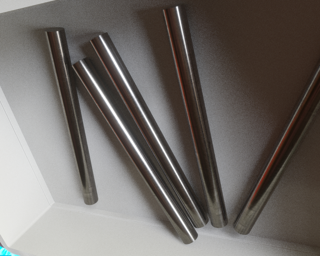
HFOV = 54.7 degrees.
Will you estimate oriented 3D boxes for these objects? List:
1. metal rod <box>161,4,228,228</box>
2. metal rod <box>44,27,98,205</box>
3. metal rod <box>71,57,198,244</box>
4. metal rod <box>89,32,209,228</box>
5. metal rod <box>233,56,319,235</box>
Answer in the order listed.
[{"bbox_3d":[0.050,0.004,0.385,0.025,0.025,0.298,-1,118,29],"label":"metal rod"},{"bbox_3d":[-0.130,0.000,0.477,0.025,0.025,0.298,11,123,22],"label":"metal rod"},{"bbox_3d":[-0.030,0.039,0.436,0.025,0.025,0.299,-24,102,36],"label":"metal rod"},{"bbox_3d":[-0.007,0.015,0.421,0.025,0.025,0.299,-17,110,35],"label":"metal rod"},{"bbox_3d":[0.141,0.021,0.347,0.025,0.025,0.298,23,127,14],"label":"metal rod"}]
